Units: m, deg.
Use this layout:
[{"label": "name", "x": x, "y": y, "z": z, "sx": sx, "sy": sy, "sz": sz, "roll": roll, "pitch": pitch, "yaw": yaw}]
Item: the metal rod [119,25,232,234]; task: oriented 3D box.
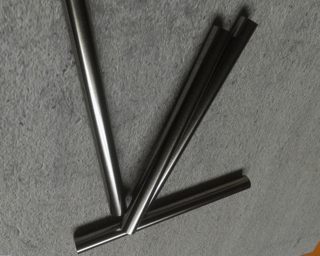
[{"label": "metal rod", "x": 0.015, "y": 0.013, "z": 0.409, "sx": 0.025, "sy": 0.025, "sz": 0.298, "roll": 15, "pitch": 106, "yaw": -35}]

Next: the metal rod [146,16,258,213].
[{"label": "metal rod", "x": 0.041, "y": -0.007, "z": 0.424, "sx": 0.025, "sy": 0.025, "sz": 0.298, "roll": 17, "pitch": 109, "yaw": -35}]

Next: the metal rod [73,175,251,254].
[{"label": "metal rod", "x": 0.016, "y": 0.132, "z": 0.496, "sx": 0.302, "sy": 0.025, "sz": 0.025, "roll": -15, "pitch": 125, "yaw": -20}]

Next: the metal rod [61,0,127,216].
[{"label": "metal rod", "x": -0.070, "y": -0.006, "z": 0.364, "sx": 0.025, "sy": 0.025, "sz": 0.298, "roll": -18, "pitch": 126, "yaw": -18}]
